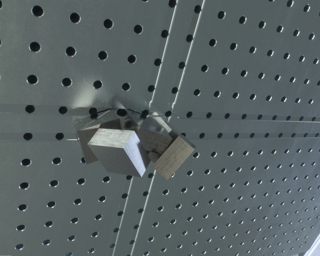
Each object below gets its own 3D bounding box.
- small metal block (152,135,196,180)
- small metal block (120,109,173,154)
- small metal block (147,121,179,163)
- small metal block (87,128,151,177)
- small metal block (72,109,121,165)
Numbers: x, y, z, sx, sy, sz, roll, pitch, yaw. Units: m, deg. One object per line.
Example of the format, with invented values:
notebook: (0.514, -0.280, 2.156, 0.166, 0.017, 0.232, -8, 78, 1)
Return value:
small metal block: (0.020, 0.036, 0.395, 0.050, 0.025, 0.050, -49, 173, 6)
small metal block: (-0.020, 0.005, 0.388, 0.050, 0.050, 0.025, 20, 108, -36)
small metal block: (0.008, 0.027, 0.434, 0.050, 0.025, 0.050, -46, 130, 3)
small metal block: (-0.046, 0.028, 0.353, 0.025, 0.050, 0.050, -61, 141, -36)
small metal block: (-0.074, 0.010, 0.379, 0.050, 0.025, 0.050, -18, 126, -18)
